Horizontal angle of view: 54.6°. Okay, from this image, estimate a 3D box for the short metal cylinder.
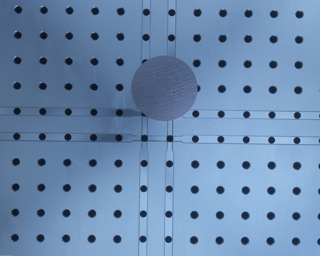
[{"bbox_3d":[0.005,-0.048,0.401,0.080,0.050,0.080,0,90,0],"label":"short metal cylinder"}]
